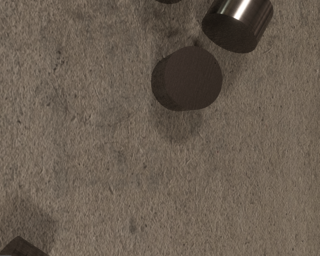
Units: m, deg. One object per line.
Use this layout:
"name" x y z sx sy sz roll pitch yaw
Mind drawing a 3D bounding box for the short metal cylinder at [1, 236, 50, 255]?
"short metal cylinder" -0.154 0.162 0.323 0.050 0.080 0.080 43 76 -16

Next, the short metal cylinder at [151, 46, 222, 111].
"short metal cylinder" 0.034 -0.063 0.409 0.081 0.050 0.079 0 90 -21

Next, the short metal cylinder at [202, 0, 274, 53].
"short metal cylinder" 0.104 -0.146 0.420 0.080 0.080 0.050 33 79 -18

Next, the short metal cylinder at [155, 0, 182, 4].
"short metal cylinder" 0.016 -0.210 0.402 0.081 0.050 0.079 0 90 -21
